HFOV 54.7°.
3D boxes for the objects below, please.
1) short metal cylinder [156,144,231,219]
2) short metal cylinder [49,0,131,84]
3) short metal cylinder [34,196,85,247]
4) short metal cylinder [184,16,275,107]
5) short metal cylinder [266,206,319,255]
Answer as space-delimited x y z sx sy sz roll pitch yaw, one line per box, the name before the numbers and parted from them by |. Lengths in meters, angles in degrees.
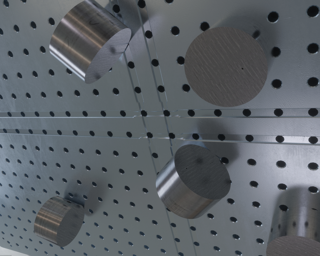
short metal cylinder | 0.042 0.068 0.395 0.080 0.080 0.050 37 129 3
short metal cylinder | -0.078 -0.098 0.357 0.050 0.080 0.080 40 129 1
short metal cylinder | -0.188 0.175 0.583 0.050 0.080 0.079 16 125 19
short metal cylinder | 0.071 -0.068 0.315 0.080 0.050 0.079 13 124 21
short metal cylinder | 0.180 0.147 0.391 0.080 0.050 0.079 13 124 21
